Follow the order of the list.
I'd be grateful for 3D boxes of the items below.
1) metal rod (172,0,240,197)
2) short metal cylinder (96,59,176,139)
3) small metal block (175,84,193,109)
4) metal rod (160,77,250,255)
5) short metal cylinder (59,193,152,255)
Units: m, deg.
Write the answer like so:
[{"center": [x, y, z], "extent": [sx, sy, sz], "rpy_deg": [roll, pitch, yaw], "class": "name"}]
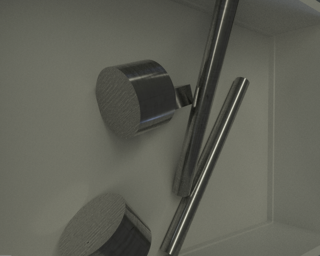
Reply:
[{"center": [0.056, -0.045, 0.379], "extent": [0.025, 0.025, 0.298], "rpy_deg": [-9, 120, -40], "class": "metal rod"}, {"center": [-0.028, -0.033, 0.349], "extent": [0.050, 0.080, 0.079], "rpy_deg": [-22, 104, -38], "class": "short metal cylinder"}, {"center": [0.006, -0.037, 0.397], "extent": [0.050, 0.050, 0.025], "rpy_deg": [-21, 104, -38], "class": "small metal block"}, {"center": [0.076, 0.046, 0.472], "extent": [0.025, 0.025, 0.300], "rpy_deg": [42, 65, -33], "class": "metal rod"}, {"center": [-0.056, 0.116, 0.326], "extent": [0.080, 0.080, 0.050], "rpy_deg": [-49, 120, -29], "class": "short metal cylinder"}]
